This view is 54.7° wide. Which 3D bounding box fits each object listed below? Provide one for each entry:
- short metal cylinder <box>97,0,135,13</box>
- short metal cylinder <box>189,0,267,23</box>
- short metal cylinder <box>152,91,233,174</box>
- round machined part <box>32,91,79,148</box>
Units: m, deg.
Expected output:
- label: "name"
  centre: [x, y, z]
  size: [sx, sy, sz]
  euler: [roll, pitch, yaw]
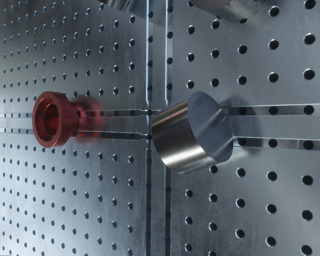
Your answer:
- label: "short metal cylinder"
  centre: [-0.069, -0.201, 0.430]
  size: [0.080, 0.081, 0.050]
  euler: [41, 115, 32]
- label: "short metal cylinder"
  centre: [0.073, -0.160, 0.333]
  size: [0.080, 0.050, 0.079]
  euler: [0, 90, 40]
- label: "short metal cylinder"
  centre: [0.037, 0.006, 0.343]
  size: [0.050, 0.081, 0.080]
  euler: [-26, 74, 37]
- label: "round machined part"
  centre: [-0.182, -0.014, 0.549]
  size: [0.098, 0.042, 0.097]
  euler: [0, 90, 40]
